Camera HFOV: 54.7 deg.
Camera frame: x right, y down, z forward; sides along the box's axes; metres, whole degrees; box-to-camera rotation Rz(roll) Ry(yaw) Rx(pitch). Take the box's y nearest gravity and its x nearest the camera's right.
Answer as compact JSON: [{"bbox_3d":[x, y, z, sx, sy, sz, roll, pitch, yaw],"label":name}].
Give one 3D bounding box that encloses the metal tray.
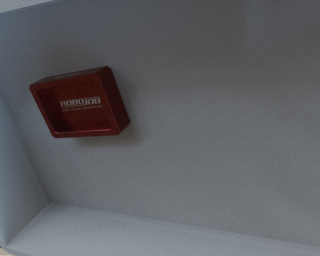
[{"bbox_3d":[-0.116,-0.033,0.443,0.130,0.030,0.089,-4,117,29],"label":"metal tray"}]
